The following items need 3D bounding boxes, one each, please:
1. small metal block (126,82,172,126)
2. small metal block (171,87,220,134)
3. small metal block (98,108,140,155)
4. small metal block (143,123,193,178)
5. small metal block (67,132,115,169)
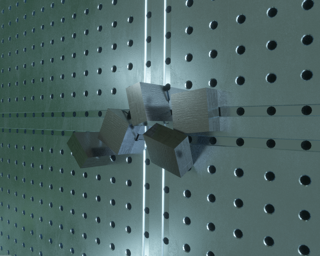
[{"bbox_3d":[-0.014,-0.030,0.402,0.025,0.050,0.050,-19,78,38],"label":"small metal block"},{"bbox_3d":[0.042,-0.019,0.373,0.050,0.025,0.050,-6,86,39],"label":"small metal block"},{"bbox_3d":[-0.060,0.005,0.457,0.050,0.025,0.050,34,111,34],"label":"small metal block"},{"bbox_3d":[0.011,0.027,0.383,0.050,0.025,0.050,23,142,37],"label":"small metal block"},{"bbox_3d":[-0.107,0.033,0.479,0.025,0.050,0.050,-51,60,28],"label":"small metal block"}]
